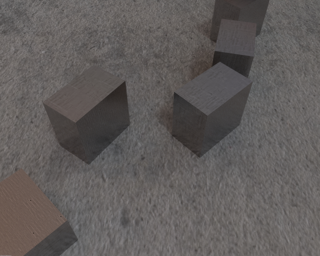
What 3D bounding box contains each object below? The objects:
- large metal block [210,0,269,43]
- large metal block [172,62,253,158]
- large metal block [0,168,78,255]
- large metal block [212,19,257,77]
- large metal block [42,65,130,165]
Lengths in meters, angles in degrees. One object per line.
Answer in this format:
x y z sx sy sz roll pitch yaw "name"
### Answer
0.136 -0.191 0.529 0.080 0.080 0.050 -34 58 -26 "large metal block"
0.062 -0.023 0.387 0.080 0.080 0.050 -36 59 -26 "large metal block"
-0.142 0.100 0.301 0.080 0.050 0.080 37 59 26 "large metal block"
0.104 -0.100 0.453 0.050 0.080 0.080 11 51 8 "large metal block"
-0.084 -0.016 0.380 0.050 0.080 0.080 29 56 22 "large metal block"
